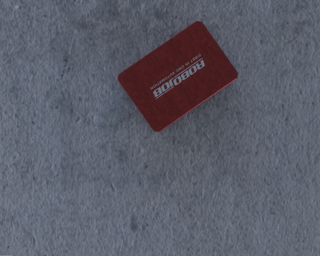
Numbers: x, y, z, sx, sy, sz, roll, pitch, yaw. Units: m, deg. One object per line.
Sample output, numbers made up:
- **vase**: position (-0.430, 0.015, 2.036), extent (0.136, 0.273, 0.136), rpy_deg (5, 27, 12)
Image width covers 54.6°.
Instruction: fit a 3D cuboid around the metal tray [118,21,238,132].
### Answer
- **metal tray**: position (0.023, -0.066, 0.408), extent (0.130, 0.030, 0.090), rpy_deg (-35, 90, 0)
